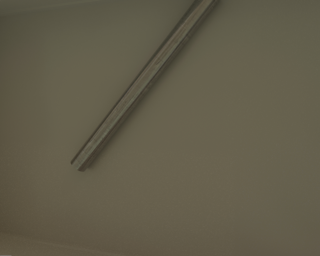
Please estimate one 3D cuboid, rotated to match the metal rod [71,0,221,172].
[{"bbox_3d":[-0.026,-0.057,0.418,0.025,0.025,0.299,43,103,14],"label":"metal rod"}]
